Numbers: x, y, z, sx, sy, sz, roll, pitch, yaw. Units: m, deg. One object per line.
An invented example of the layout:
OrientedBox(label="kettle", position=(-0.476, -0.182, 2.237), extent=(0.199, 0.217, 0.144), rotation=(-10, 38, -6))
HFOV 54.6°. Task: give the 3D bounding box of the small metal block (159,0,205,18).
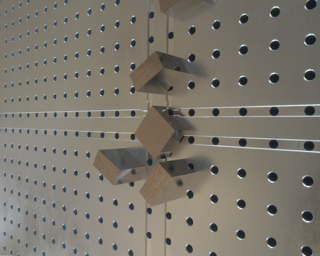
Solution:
OrientedBox(label="small metal block", position=(0.024, -0.176, 0.390), extent=(0.050, 0.025, 0.050), rotation=(-14, 81, 39))

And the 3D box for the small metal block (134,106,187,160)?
OrientedBox(label="small metal block", position=(0.000, 0.006, 0.411), extent=(0.050, 0.025, 0.050), rotation=(48, 119, 29))

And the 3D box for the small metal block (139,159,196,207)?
OrientedBox(label="small metal block", position=(0.010, 0.067, 0.386), extent=(0.025, 0.050, 0.050), rotation=(46, 118, 30))

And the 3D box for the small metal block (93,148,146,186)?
OrientedBox(label="small metal block", position=(-0.058, 0.054, 0.442), extent=(0.050, 0.050, 0.025), rotation=(36, 112, 34))

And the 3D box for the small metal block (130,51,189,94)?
OrientedBox(label="small metal block", position=(-0.001, -0.068, 0.395), extent=(0.050, 0.050, 0.025), rotation=(-36, 68, 34))
